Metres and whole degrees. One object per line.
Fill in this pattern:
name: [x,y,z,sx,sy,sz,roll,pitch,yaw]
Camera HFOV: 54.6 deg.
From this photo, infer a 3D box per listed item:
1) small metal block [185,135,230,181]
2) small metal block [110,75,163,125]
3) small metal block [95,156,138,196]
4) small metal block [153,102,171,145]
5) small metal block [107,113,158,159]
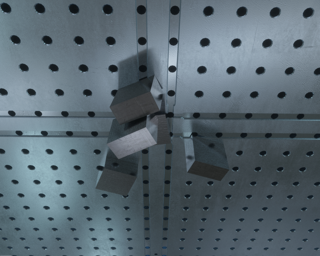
small metal block: [0.064,0.041,0.430,0.050,0.050,0.025,16,128,-14]
small metal block: [-0.026,-0.034,0.364,0.050,0.050,0.025,-19,117,15]
small metal block: [-0.066,0.074,0.474,0.050,0.025,0.050,17,128,-14]
small metal block: [-0.014,-0.003,0.409,0.050,0.025,0.050,-7,130,6]
small metal block: [-0.031,0.003,0.365,0.050,0.050,0.025,-23,121,16]
